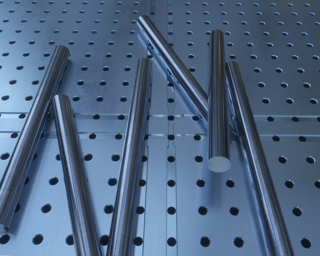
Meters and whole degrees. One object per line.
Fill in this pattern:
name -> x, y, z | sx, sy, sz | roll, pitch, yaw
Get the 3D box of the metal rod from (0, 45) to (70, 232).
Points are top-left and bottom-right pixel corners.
metal rod -> -0.166, -0.012, 0.417 | 0.025, 0.025, 0.300 | 1, 50, 1

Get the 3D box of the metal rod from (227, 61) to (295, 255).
metal rod -> 0.115, 0.020, 0.391 | 0.025, 0.025, 0.300 | -1, 50, -1

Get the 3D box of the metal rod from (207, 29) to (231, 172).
metal rod -> 0.080, -0.062, 0.433 | 0.025, 0.025, 0.300 | 6, 42, 5

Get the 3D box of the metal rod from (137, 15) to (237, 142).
metal rod -> 0.028, -0.092, 0.484 | 0.025, 0.025, 0.300 | -18, 52, -15

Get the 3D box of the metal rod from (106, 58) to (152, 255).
metal rod -> -0.032, 0.013, 0.396 | 0.025, 0.025, 0.300 | 2, 50, 2

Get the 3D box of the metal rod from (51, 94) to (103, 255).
metal rod -> -0.093, 0.070, 0.348 | 0.025, 0.025, 0.300 | -15, 52, -12
